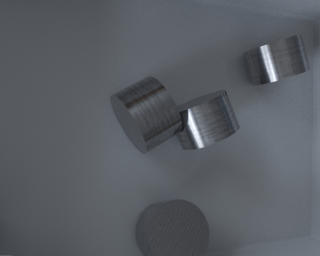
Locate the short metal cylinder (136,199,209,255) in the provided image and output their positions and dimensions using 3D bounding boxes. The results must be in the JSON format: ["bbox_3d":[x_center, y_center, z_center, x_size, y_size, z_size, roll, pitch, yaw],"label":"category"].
[{"bbox_3d":[0.015,0.133,0.393,0.081,0.050,0.080,7,72,-20],"label":"short metal cylinder"}]

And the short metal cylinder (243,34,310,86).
[{"bbox_3d":[0.167,-0.097,0.444,0.081,0.080,0.050,-20,97,-19],"label":"short metal cylinder"}]

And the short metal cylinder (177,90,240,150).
[{"bbox_3d":[0.056,-0.011,0.403,0.081,0.080,0.050,-26,99,-18],"label":"short metal cylinder"}]

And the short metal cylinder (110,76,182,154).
[{"bbox_3d":[-0.017,-0.016,0.376,0.050,0.080,0.080,-31,101,-18],"label":"short metal cylinder"}]
